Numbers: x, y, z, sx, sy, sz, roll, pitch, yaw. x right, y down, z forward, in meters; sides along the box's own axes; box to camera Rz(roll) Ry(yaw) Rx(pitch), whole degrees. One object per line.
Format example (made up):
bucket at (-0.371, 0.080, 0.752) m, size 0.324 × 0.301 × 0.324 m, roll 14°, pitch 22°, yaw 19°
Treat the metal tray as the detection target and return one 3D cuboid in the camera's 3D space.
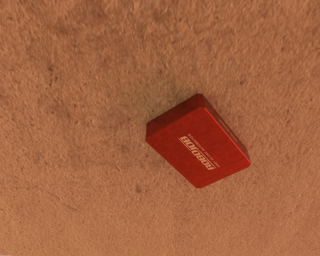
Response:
metal tray at (0.054, 0.024, 0.424) m, size 0.090 × 0.030 × 0.130 m, roll -30°, pitch 124°, yaw 23°
